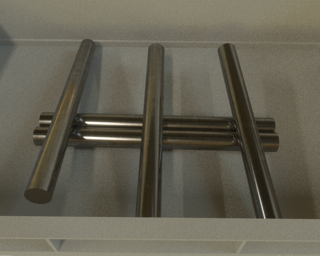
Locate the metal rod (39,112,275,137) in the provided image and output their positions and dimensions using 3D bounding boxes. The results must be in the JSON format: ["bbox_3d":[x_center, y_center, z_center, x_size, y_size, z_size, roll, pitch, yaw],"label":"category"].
[{"bbox_3d":[-0.004,-0.005,0.408,0.302,0.025,0.025,1,50,0],"label":"metal rod"}]

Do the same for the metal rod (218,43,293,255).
[{"bbox_3d":[0.105,0.015,0.363,0.025,0.025,0.299,-3,58,-3],"label":"metal rod"}]

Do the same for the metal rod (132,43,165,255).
[{"bbox_3d":[-0.009,-0.003,0.374,0.025,0.025,0.300,1,50,1],"label":"metal rod"}]

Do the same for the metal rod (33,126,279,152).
[{"bbox_3d":[-0.005,0.014,0.392,0.302,0.025,0.025,1,50,0],"label":"metal rod"}]

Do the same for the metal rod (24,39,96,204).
[{"bbox_3d":[-0.116,-0.036,0.401,0.025,0.025,0.300,0,42,-1],"label":"metal rod"}]
